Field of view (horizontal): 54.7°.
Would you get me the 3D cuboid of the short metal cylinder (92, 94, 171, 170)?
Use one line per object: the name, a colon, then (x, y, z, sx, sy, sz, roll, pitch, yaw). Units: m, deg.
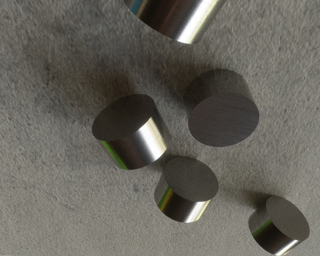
short metal cylinder: (-0.034, 0.004, 0.374, 0.080, 0.080, 0.050, -17, 128, 13)

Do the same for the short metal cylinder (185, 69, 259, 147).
short metal cylinder: (0.072, -0.023, 0.372, 0.081, 0.050, 0.079, 0, 130, 0)

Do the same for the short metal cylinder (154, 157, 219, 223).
short metal cylinder: (0.037, 0.087, 0.446, 0.081, 0.080, 0.050, 12, 129, -11)

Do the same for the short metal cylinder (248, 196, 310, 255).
short metal cylinder: (0.195, 0.160, 0.511, 0.081, 0.080, 0.050, 18, 128, -15)

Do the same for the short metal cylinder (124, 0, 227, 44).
short metal cylinder: (0.015, -0.119, 0.270, 0.080, 0.080, 0.050, 22, 127, -18)
